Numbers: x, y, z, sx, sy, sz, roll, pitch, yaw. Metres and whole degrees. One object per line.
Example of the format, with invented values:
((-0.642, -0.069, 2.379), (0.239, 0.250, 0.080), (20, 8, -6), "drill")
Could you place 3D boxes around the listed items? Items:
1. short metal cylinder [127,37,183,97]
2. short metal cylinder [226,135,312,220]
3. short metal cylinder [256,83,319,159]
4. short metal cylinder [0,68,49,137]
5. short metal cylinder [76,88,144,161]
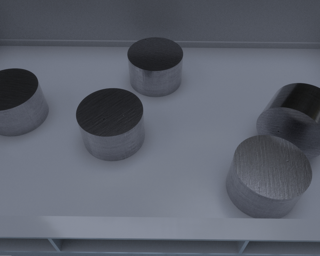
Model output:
((-0.007, -0.092, 0.466), (0.080, 0.050, 0.080), (0, 50, 0), "short metal cylinder")
((0.118, 0.054, 0.344), (0.080, 0.050, 0.080), (0, 50, 0), "short metal cylinder")
((0.166, -0.007, 0.377), (0.080, 0.080, 0.050), (29, 56, 22), "short metal cylinder")
((-0.198, -0.035, 0.417), (0.080, 0.050, 0.080), (0, 50, 0), "short metal cylinder")
((-0.060, -0.005, 0.392), (0.080, 0.050, 0.080), (0, 50, 0), "short metal cylinder")
